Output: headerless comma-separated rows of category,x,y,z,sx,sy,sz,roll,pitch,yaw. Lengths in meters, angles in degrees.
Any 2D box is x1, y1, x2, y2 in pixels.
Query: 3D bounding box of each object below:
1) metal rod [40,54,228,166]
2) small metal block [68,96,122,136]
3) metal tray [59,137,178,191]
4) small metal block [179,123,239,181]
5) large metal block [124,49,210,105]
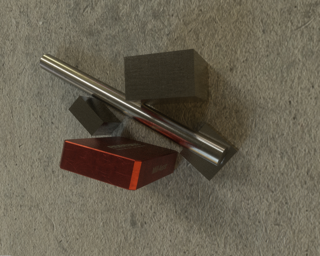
metal rod,-0.050,-0.034,0.412,0.300,0.025,0.025,29,99,22
small metal block,-0.088,-0.016,0.426,0.050,0.050,0.025,46,104,14
metal tray,-0.041,0.036,0.368,0.090,0.130,0.030,13,95,19
small metal block,0.062,0.029,0.388,0.050,0.025,0.050,43,103,14
large metal block,0.012,-0.057,0.375,0.080,0.080,0.050,-2,90,19
